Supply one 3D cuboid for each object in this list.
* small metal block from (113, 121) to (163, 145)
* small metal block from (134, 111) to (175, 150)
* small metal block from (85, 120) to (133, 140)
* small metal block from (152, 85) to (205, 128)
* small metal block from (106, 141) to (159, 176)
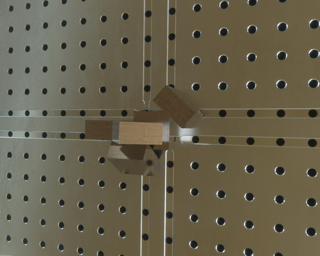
[{"bbox_3d":[-0.028,0.005,0.372,0.050,0.050,0.025,2,92,-17],"label":"small metal block"},{"bbox_3d":[-0.008,0.003,0.416,0.050,0.025,0.050,2,90,19],"label":"small metal block"},{"bbox_3d":[-0.066,0.002,0.423,0.050,0.050,0.025,2,91,20],"label":"small metal block"},{"bbox_3d":[0.025,-0.026,0.391,0.050,0.050,0.025,45,103,14],"label":"small metal block"},{"bbox_3d":[-0.034,0.041,0.409,0.050,0.050,0.025,1,59,20],"label":"small metal block"}]
